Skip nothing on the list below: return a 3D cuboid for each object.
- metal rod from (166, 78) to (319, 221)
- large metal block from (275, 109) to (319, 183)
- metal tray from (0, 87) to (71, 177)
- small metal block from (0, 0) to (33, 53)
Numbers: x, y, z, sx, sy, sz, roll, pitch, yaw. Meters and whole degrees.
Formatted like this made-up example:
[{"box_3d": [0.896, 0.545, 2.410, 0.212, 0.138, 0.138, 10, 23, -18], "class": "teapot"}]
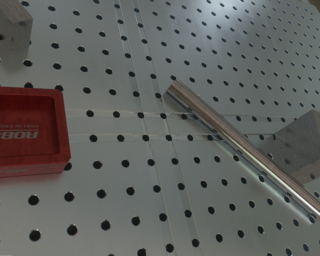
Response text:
[{"box_3d": [0.132, 0.033, 0.461, 0.300, 0.025, 0.025, 40, 51, -1], "class": "metal rod"}, {"box_3d": [0.233, 0.031, 0.483, 0.050, 0.080, 0.080, 16, 55, -20], "class": "large metal block"}, {"box_3d": [-0.164, 0.003, 0.314, 0.131, 0.030, 0.090, -1, 62, -29], "class": "metal tray"}, {"box_3d": [-0.182, -0.129, 0.373, 0.025, 0.050, 0.050, -34, 81, -38], "class": "small metal block"}]
